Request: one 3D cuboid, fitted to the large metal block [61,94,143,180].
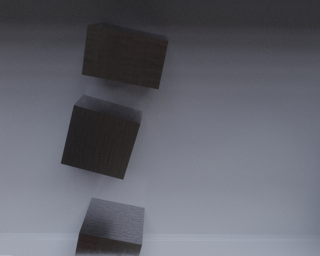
[{"bbox_3d":[-0.074,0.011,0.401,0.080,0.050,0.079,16,109,-6],"label":"large metal block"}]

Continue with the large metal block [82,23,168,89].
[{"bbox_3d":[-0.036,-0.084,0.350,0.081,0.080,0.050,10,110,-4],"label":"large metal block"}]

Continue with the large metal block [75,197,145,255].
[{"bbox_3d":[-0.068,0.149,0.436,0.081,0.080,0.050,13,110,-5],"label":"large metal block"}]
